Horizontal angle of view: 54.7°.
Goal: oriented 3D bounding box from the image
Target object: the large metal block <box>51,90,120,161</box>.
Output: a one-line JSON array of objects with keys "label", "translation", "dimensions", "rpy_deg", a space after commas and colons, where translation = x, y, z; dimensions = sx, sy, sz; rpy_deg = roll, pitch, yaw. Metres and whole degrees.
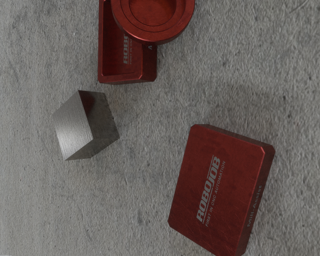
[{"label": "large metal block", "translation": [-0.118, -0.003, 0.486], "dimensions": [0.080, 0.050, 0.080], "rpy_deg": [-33, 70, 35]}]

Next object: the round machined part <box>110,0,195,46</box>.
[{"label": "round machined part", "translation": [-0.010, -0.150, 0.379], "dimensions": [0.042, 0.099, 0.097], "rpy_deg": [-169, 79, -84]}]

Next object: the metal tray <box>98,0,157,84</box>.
[{"label": "metal tray", "translation": [-0.047, -0.130, 0.440], "dimensions": [0.090, 0.030, 0.129], "rpy_deg": [2, 91, 40]}]

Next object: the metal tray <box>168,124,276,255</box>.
[{"label": "metal tray", "translation": [0.065, 0.069, 0.348], "dimensions": [0.090, 0.030, 0.129], "rpy_deg": [21, 103, 38]}]
